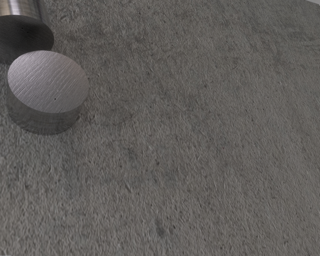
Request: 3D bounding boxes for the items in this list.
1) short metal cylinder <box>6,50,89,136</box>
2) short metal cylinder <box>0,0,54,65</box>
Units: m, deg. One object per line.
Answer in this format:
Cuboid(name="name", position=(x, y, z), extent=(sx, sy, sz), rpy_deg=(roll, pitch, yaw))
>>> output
Cuboid(name="short metal cylinder", position=(-0.125, -0.038, 0.344), extent=(0.081, 0.050, 0.080), rpy_deg=(14, 56, -21))
Cuboid(name="short metal cylinder", position=(-0.166, -0.116, 0.350), extent=(0.081, 0.080, 0.050), rpy_deg=(-7, 66, -31))
